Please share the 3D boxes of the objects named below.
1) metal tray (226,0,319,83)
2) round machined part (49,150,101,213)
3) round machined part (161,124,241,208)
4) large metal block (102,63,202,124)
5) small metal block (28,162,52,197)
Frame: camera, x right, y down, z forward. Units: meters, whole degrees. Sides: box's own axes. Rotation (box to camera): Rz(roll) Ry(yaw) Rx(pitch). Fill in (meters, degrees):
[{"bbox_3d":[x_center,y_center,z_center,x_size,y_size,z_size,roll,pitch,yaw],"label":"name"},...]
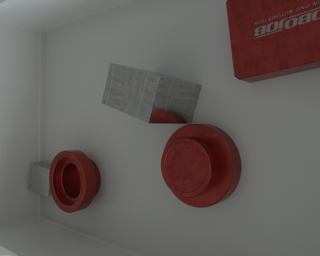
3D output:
[{"bbox_3d":[0.132,-0.101,0.294,0.130,0.030,0.089,-9,85,39],"label":"metal tray"},{"bbox_3d":[-0.135,0.084,0.504,0.098,0.042,0.097,0,90,39],"label":"round machined part"},{"bbox_3d":[0.040,0.044,0.361,0.098,0.042,0.097,0,90,39],"label":"round machined part"},{"bbox_3d":[-0.010,-0.041,0.377,0.080,0.081,0.050,23,105,37],"label":"large metal block"},{"bbox_3d":[-0.213,0.094,0.572,0.050,0.025,0.050,12,98,24],"label":"small metal block"}]
